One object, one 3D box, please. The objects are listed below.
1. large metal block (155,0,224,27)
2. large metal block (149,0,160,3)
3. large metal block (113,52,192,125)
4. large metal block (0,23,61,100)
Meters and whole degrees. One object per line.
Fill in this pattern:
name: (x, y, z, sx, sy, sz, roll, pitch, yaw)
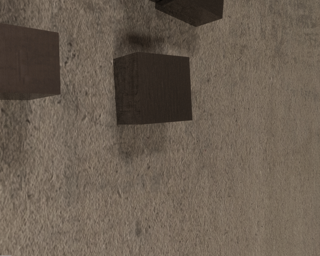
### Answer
large metal block: (0.043, -0.196, 0.427, 0.081, 0.050, 0.080, 8, 85, -40)
large metal block: (0.002, -0.210, 0.372, 0.050, 0.080, 0.080, 5, 87, -40)
large metal block: (-0.008, -0.047, 0.384, 0.081, 0.050, 0.079, -6, 94, -40)
large metal block: (-0.138, -0.051, 0.254, 0.081, 0.080, 0.050, -3, 92, -40)
